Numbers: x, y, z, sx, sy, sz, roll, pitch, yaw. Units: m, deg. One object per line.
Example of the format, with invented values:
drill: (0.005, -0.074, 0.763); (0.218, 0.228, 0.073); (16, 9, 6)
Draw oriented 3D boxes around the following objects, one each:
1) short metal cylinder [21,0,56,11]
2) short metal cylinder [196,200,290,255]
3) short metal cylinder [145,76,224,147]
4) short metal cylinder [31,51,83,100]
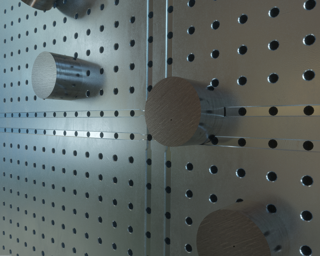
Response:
short metal cylinder: (-0.219, -0.259, 0.554); (0.050, 0.081, 0.080); (-40, 66, 33)
short metal cylinder: (0.086, 0.120, 0.322); (0.080, 0.050, 0.079); (0, 90, 40)
short metal cylinder: (0.028, -0.019, 0.370); (0.080, 0.050, 0.079); (0, 90, 40)
short metal cylinder: (-0.181, -0.090, 0.543); (0.080, 0.050, 0.079); (0, 90, 40)
